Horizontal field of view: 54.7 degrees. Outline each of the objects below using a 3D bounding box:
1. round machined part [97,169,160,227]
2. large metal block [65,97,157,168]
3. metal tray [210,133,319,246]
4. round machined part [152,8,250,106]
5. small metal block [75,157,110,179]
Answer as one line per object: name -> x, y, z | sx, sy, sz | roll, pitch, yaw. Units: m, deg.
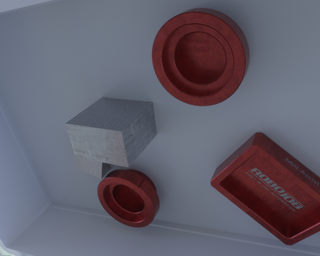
round machined part -> -0.045, 0.104, 0.484 | 0.098, 0.042, 0.097 | 13, 124, 20
large metal block -> -0.060, 0.002, 0.404 | 0.080, 0.080, 0.050 | 8, 122, 24
metal tray -> 0.140, 0.077, 0.378 | 0.130, 0.030, 0.089 | 38, 129, 1
round machined part -> 0.045, -0.076, 0.326 | 0.098, 0.042, 0.097 | 13, 124, 20
small metal block -> -0.107, 0.047, 0.492 | 0.050, 0.025, 0.050 | 21, 126, 15
